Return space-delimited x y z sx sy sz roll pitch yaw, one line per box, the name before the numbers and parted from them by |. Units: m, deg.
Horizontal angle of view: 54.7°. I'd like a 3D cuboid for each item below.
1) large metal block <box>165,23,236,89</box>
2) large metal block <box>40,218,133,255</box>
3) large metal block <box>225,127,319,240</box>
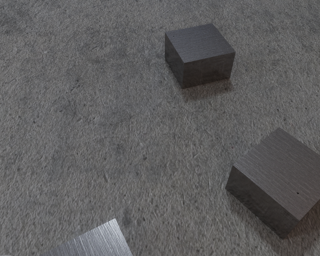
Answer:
large metal block | 0.059 -0.113 0.483 0.081 0.050 0.080 -15 52 -12
large metal block | -0.057 0.140 0.268 0.081 0.050 0.080 -23 54 -18
large metal block | 0.133 0.058 0.339 0.080 0.050 0.080 -33 58 -25
